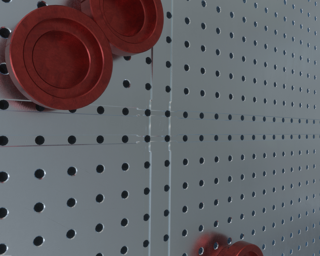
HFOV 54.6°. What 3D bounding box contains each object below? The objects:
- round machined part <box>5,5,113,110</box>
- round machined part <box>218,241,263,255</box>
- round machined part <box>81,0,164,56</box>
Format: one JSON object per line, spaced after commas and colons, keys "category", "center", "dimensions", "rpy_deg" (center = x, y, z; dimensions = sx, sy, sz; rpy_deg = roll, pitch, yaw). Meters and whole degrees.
{"category": "round machined part", "center": [-0.101, -0.067, 0.309], "dimensions": [0.099, 0.042, 0.097], "rpy_deg": [-3, 95, -36]}
{"category": "round machined part", "center": [0.124, 0.232, 0.501], "dimensions": [0.099, 0.042, 0.097], "rpy_deg": [0, 90, -40]}
{"category": "round machined part", "center": [-0.046, -0.132, 0.358], "dimensions": [0.099, 0.042, 0.097], "rpy_deg": [0, 90, -40]}
